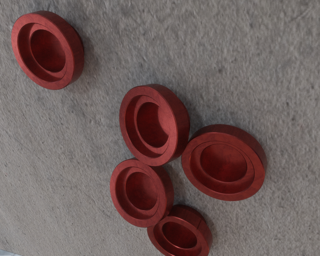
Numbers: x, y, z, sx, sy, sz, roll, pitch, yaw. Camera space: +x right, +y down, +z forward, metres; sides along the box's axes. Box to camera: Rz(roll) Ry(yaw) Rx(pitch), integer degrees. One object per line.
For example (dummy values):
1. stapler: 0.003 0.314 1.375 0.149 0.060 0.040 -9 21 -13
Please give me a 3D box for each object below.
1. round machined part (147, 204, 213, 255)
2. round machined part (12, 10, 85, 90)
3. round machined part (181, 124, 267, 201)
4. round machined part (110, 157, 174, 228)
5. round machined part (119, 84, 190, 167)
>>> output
1. round machined part: 0.033 0.157 0.474 0.098 0.042 0.097 13 124 20
2. round machined part: -0.139 -0.102 0.404 0.098 0.042 0.097 13 124 20
3. round machined part: 0.079 0.038 0.377 0.098 0.042 0.097 13 124 20
4. round machined part: -0.021 0.088 0.446 0.098 0.042 0.097 5 100 32
5. round machined part: -0.002 -0.006 0.378 0.098 0.042 0.097 16 113 41
